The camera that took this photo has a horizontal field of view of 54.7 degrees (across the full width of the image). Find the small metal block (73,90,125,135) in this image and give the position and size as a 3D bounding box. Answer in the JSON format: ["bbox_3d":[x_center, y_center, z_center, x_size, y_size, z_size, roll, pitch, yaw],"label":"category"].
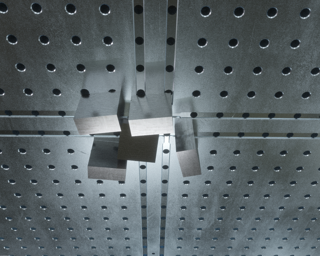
[{"bbox_3d":[-0.072,-0.019,0.378,0.050,0.050,0.025,-5,130,4],"label":"small metal block"}]

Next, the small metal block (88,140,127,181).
[{"bbox_3d":[-0.071,0.045,0.433,0.050,0.050,0.025,5,130,-5],"label":"small metal block"}]

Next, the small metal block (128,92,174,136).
[{"bbox_3d":[-0.010,-0.018,0.380,0.050,0.050,0.025,-5,130,3],"label":"small metal block"}]

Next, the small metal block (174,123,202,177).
[{"bbox_3d":[0.038,0.030,0.422,0.025,0.050,0.050,-10,130,8],"label":"small metal block"}]

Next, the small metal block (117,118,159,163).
[{"bbox_3d":[-0.029,0.016,0.414,0.050,0.025,0.050,6,106,-6],"label":"small metal block"}]
